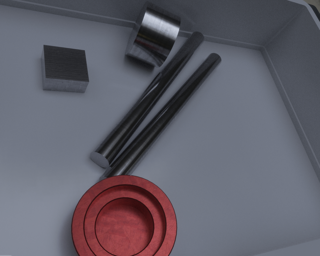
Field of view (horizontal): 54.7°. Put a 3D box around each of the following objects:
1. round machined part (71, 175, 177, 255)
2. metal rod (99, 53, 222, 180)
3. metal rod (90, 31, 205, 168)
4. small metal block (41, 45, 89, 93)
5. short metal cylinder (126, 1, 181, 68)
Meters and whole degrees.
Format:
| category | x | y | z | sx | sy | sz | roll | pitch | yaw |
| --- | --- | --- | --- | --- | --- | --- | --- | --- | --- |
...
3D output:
| category | x | y | z | sx | sy | sz | roll | pitch | yaw |
| --- | --- | --- | --- | --- | --- | --- | --- | --- | --- |
| round machined part | -0.036 | 0.100 | 0.306 | 0.099 | 0.042 | 0.098 | 6 | 58 | -9 |
| metal rod | 0.019 | -0.027 | 0.433 | 0.025 | 0.025 | 0.301 | 41 | 51 | -1 |
| metal rod | -0.001 | -0.060 | 0.443 | 0.025 | 0.025 | 0.301 | 38 | 51 | -4 |
| small metal block | -0.119 | -0.073 | 0.387 | 0.050 | 0.025 | 0.050 | 1 | 61 | -28 |
| short metal cylinder | -0.011 | -0.134 | 0.447 | 0.050 | 0.080 | 0.080 | 20 | 54 | -17 |
